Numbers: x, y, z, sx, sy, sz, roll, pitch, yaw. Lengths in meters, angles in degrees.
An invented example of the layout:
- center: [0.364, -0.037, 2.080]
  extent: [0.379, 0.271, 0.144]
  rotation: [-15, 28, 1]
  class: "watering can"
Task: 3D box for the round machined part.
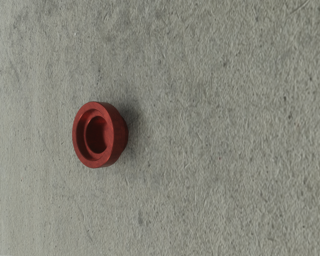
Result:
- center: [-0.086, 0.010, 0.466]
  extent: [0.098, 0.042, 0.097]
  rotation: [0, 90, 40]
  class: "round machined part"
